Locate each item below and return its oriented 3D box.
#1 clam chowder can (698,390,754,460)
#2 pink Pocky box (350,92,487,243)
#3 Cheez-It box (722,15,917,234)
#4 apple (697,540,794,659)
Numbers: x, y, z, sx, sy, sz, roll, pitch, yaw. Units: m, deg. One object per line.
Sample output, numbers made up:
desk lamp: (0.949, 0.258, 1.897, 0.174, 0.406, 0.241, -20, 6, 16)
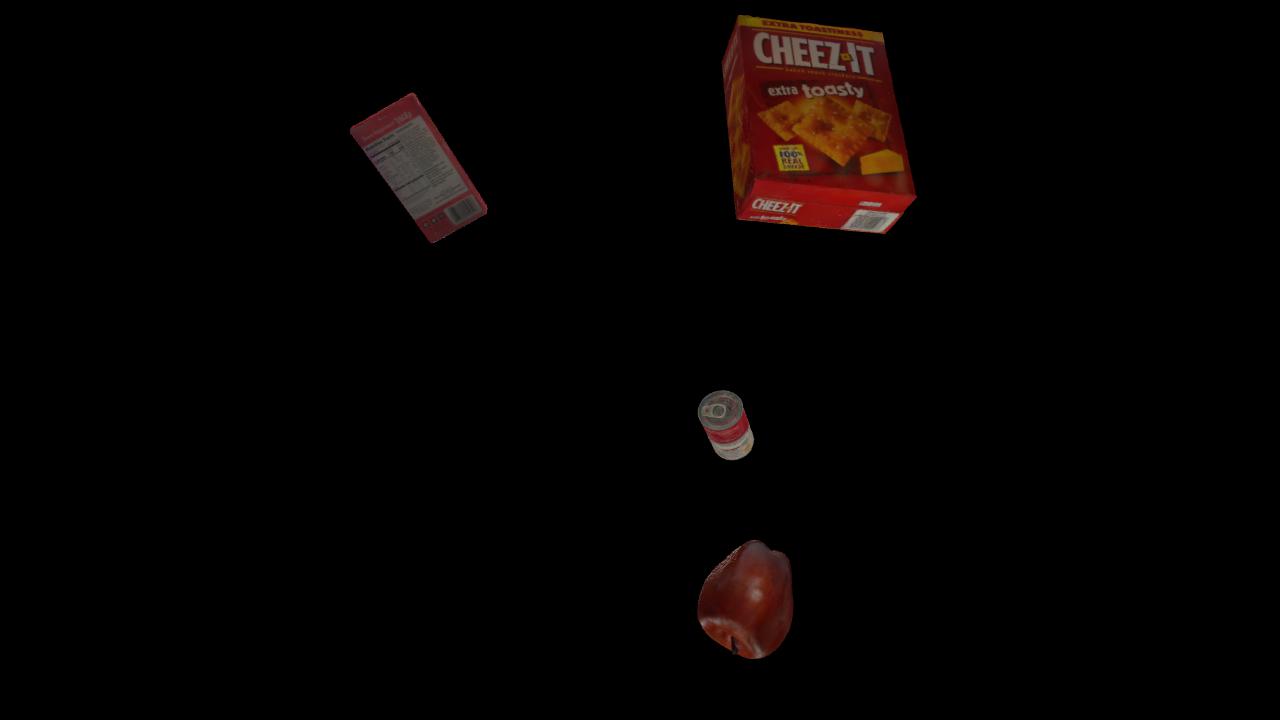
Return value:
clam chowder can: (0.132, 0.101, 0.931, 0.068, 0.068, 0.102, 0, -35, 22)
pink Pocky box: (-0.259, -0.226, 0.734, 0.084, 0.155, 0.029, -27, 31, 6)
Cheez-It box: (0.179, -0.246, 0.638, 0.166, 0.223, 0.071, 4, -23, -8)
apple: (0.093, 0.204, 0.521, 0.079, 0.079, 0.093, 0, 43, 38)
